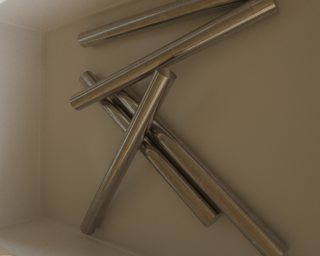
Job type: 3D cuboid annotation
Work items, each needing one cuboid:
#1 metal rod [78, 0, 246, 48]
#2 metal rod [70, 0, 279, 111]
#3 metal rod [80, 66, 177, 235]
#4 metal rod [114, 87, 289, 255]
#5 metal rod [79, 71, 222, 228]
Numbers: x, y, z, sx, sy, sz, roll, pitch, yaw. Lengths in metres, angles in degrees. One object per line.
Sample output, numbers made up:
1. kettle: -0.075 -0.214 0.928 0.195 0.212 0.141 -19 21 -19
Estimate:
1. metal rod: -0.007 -0.145 0.410 0.300 0.025 0.025 -1 90 39
2. metal rod: -0.005 -0.083 0.388 0.300 0.025 0.025 -20 77 31
3. metal rod: -0.055 0.050 0.422 0.025 0.025 0.298 48 126 29
4. metal rod: 0.029 0.034 0.381 0.300 0.025 0.025 46 117 30
5. metal rod: -0.029 0.012 0.428 0.300 0.025 0.025 46 117 30
